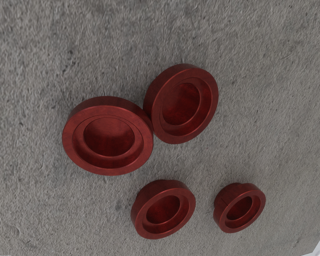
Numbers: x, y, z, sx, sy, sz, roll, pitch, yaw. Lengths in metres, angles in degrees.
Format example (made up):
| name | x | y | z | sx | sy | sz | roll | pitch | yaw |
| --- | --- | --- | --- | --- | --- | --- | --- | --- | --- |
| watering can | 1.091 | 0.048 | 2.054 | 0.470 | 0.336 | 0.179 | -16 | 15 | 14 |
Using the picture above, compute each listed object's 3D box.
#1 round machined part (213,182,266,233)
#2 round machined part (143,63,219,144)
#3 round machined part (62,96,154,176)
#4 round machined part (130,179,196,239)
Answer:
| name | x | y | z | sx | sy | sz | roll | pitch | yaw |
| --- | --- | --- | --- | --- | --- | --- | --- | --- | --- |
| round machined part | 0.136 | 0.137 | 0.555 | 0.099 | 0.042 | 0.097 | -14 | 124 | -21 |
| round machined part | 0.021 | -0.032 | 0.382 | 0.099 | 0.042 | 0.097 | -18 | 125 | -27 |
| round machined part | -0.057 | 0.005 | 0.353 | 0.099 | 0.042 | 0.097 | -1 | 126 | -2 |
| round machined part | 0.001 | 0.117 | 0.469 | 0.099 | 0.042 | 0.097 | -14 | 124 | -21 |
